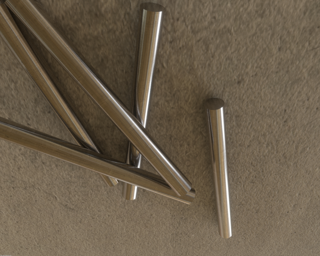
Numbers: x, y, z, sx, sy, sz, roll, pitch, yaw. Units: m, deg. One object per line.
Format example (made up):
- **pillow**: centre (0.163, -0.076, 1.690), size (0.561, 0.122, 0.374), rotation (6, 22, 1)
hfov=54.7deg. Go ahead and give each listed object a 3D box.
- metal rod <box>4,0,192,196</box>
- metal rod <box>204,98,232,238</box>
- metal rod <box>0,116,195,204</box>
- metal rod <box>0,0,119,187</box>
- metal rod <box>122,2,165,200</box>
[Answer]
- **metal rod**: centre (-0.053, -0.022, 0.360), size (0.025, 0.025, 0.300), rotation (-29, 117, 22)
- **metal rod**: centre (0.094, 0.082, 0.478), size (0.025, 0.025, 0.298), rotation (-8, 130, 6)
- **metal rod**: centre (-0.085, 0.045, 0.409), size (0.302, 0.025, 0.025), rotation (23, 126, -19)
- **metal rod**: centre (-0.120, -0.028, 0.381), size (0.025, 0.025, 0.299), rotation (-15, 129, 12)
- **metal rod**: centre (-0.028, -0.007, 0.400), size (0.025, 0.025, 0.298), rotation (6, 130, -6)
